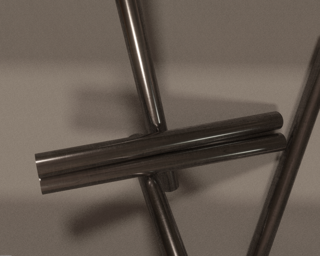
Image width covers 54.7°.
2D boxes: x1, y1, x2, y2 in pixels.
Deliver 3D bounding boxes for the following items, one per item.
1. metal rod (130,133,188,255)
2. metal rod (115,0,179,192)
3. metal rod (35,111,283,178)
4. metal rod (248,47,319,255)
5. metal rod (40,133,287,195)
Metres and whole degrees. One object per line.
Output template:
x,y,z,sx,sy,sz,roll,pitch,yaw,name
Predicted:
0.014,0.129,0.328,0.025,0.025,0.299,-22,55,0,metal rod
-0.016,-0.054,0.351,0.025,0.025,0.298,-13,115,0,metal rod
0.017,0.014,0.361,0.303,0.025,0.025,-10,90,-21,metal rod
0.179,0.032,0.413,0.025,0.025,0.298,19,90,-1,metal rod
0.018,0.038,0.371,0.302,0.025,0.025,-8,90,-17,metal rod
